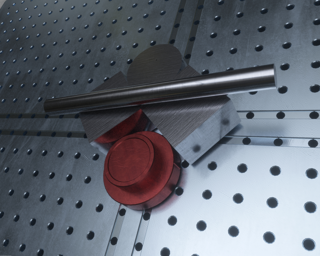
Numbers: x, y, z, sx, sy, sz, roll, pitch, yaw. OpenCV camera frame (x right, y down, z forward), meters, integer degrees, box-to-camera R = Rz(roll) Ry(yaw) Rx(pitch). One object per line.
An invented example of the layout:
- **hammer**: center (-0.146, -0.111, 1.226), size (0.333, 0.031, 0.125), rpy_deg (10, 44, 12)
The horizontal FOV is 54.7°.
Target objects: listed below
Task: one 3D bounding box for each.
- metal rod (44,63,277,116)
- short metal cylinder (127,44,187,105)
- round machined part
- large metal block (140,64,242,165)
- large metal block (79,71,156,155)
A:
- **metal rod**: center (-0.020, -0.040, 0.372), size (0.300, 0.025, 0.025), rpy_deg (-5, 60, 26)
- **short metal cylinder**: center (0.002, -0.068, 0.428), size (0.080, 0.050, 0.080), rpy_deg (-13, 56, 21)
- **round machined part**: center (-0.028, 0.046, 0.379), size (0.098, 0.042, 0.098), rpy_deg (-13, 56, 21)
- **large metal block**: center (0.036, -0.017, 0.375), size (0.080, 0.050, 0.080), rpy_deg (-41, 51, 1)
- **large metal block**: center (-0.062, -0.019, 0.431), size (0.080, 0.050, 0.080), rpy_deg (-34, 53, 5)
